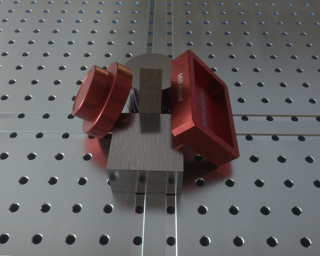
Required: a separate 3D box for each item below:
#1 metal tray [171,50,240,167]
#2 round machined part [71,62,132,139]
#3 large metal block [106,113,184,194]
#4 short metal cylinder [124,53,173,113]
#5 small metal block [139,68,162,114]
[{"bbox_3d":[0.055,-0.027,0.390,0.030,0.090,0.130,-30,40,32],"label":"metal tray"},{"bbox_3d":[-0.077,-0.039,0.387,0.042,0.098,0.098,24,45,-24],"label":"round machined part"},{"bbox_3d":[-0.014,0.029,0.366,0.080,0.050,0.080,2,50,1],"label":"large metal block"},{"bbox_3d":[-0.011,-0.062,0.442,0.080,0.050,0.080,0,50,0],"label":"short metal cylinder"},{"bbox_3d":[-0.012,-0.043,0.372,0.025,0.050,0.050,2,92,-2],"label":"small metal block"}]
